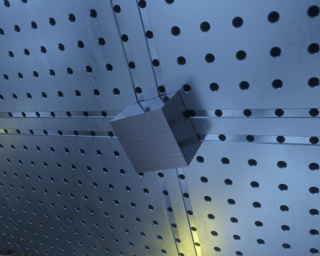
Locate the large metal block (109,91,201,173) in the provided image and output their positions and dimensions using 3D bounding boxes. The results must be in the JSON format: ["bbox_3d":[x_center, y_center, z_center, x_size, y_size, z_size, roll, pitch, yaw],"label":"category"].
[{"bbox_3d":[-0.005,0.008,0.402,0.080,0.050,0.080,-13,112,33],"label":"large metal block"}]
